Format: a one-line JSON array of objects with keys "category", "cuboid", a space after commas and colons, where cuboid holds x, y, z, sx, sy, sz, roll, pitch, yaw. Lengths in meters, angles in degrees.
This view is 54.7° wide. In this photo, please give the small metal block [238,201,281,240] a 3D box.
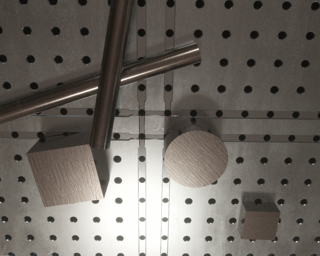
[{"category": "small metal block", "cuboid": [0.148, 0.140, 0.467, 0.050, 0.025, 0.050, 2, 110, -2]}]

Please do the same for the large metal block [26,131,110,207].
[{"category": "large metal block", "cuboid": [-0.120, 0.054, 0.418, 0.080, 0.050, 0.079, -9, 110, 3]}]

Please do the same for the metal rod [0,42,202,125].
[{"category": "metal rod", "cuboid": [-0.096, -0.051, 0.393, 0.301, 0.025, 0.025, -16, 110, 5]}]

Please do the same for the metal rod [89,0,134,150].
[{"category": "metal rod", "cuboid": [-0.046, -0.120, 0.349, 0.025, 0.025, 0.298, 10, 103, -4]}]

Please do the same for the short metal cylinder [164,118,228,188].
[{"category": "short metal cylinder", "cuboid": [0.046, 0.032, 0.413, 0.081, 0.050, 0.079, 0, 110, -1]}]
